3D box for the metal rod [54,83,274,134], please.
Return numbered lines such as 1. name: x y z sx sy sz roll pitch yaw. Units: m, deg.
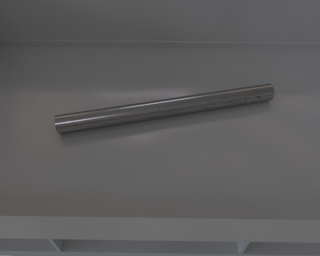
1. metal rod: 0.012 -0.028 0.429 0.302 0.025 0.025 -9 51 -8
